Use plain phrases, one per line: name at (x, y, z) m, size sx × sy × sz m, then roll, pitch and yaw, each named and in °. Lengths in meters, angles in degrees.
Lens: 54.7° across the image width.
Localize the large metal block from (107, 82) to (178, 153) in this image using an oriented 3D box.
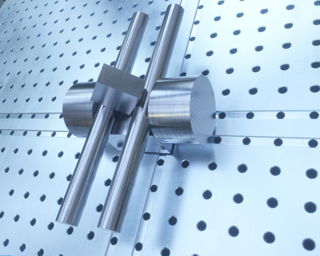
large metal block at (-0.023, -0.015, 0.409) m, size 0.080 × 0.050 × 0.080 m, roll 1°, pitch 62°, yaw 28°

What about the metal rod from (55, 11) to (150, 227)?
metal rod at (-0.063, -0.029, 0.391) m, size 0.025 × 0.025 × 0.300 m, roll 1°, pitch 62°, yaw 28°

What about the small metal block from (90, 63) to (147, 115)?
small metal block at (-0.049, -0.043, 0.359) m, size 0.050 × 0.050 × 0.025 m, roll 137°, pitch 151°, yaw -62°

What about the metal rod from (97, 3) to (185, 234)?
metal rod at (-0.014, -0.031, 0.366) m, size 0.025 × 0.025 × 0.300 m, roll 1°, pitch 62°, yaw 28°

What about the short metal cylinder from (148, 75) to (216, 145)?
short metal cylinder at (0.028, -0.021, 0.365) m, size 0.050 × 0.080 × 0.080 m, roll 0°, pitch 62°, yaw 29°

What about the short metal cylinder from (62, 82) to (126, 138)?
short metal cylinder at (-0.086, -0.024, 0.429) m, size 0.050 × 0.080 × 0.080 m, roll 2°, pitch 63°, yaw 29°
